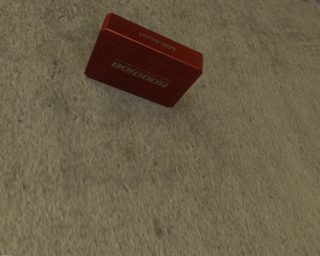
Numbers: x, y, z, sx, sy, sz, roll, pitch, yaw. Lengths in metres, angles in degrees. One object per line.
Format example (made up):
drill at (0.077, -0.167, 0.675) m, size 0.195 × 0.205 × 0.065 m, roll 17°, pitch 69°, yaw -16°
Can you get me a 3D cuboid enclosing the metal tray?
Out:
metal tray at (-0.022, -0.081, 0.401) m, size 0.131 × 0.090 × 0.030 m, roll 20°, pitch 54°, yaw -17°
